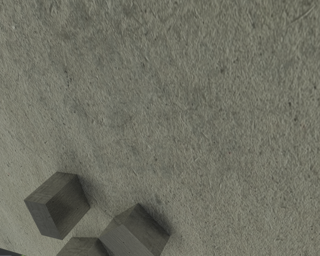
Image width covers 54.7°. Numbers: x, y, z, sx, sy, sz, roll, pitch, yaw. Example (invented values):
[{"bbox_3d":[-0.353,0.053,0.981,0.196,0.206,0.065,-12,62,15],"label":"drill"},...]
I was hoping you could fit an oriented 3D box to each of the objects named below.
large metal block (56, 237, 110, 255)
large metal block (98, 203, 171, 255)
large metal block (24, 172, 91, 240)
[{"bbox_3d":[-0.152,0.275,0.641,0.080,0.050,0.080,-12,112,33],"label":"large metal block"},{"bbox_3d":[-0.044,0.186,0.529,0.080,0.050,0.080,47,129,-5],"label":"large metal block"},{"bbox_3d":[-0.179,0.136,0.550,0.050,0.080,0.080,1,119,28],"label":"large metal block"}]
